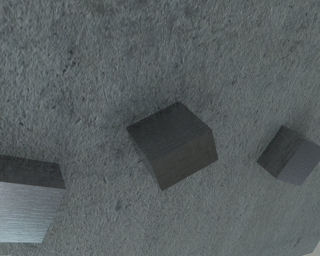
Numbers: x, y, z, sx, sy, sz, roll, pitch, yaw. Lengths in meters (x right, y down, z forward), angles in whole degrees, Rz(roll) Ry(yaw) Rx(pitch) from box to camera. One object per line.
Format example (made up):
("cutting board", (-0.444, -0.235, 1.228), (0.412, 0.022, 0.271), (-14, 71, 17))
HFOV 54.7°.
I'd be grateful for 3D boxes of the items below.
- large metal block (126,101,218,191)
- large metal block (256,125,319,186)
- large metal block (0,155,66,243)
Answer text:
("large metal block", (0.014, 0.019, 0.391), (0.080, 0.080, 0.050), (-27, 128, -11))
("large metal block", (0.234, 0.050, 0.549), (0.080, 0.050, 0.080), (20, 108, -36))
("large metal block", (-0.164, 0.081, 0.351), (0.081, 0.050, 0.080), (16, 110, -35))
